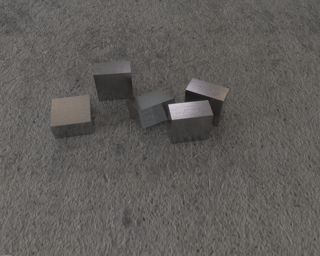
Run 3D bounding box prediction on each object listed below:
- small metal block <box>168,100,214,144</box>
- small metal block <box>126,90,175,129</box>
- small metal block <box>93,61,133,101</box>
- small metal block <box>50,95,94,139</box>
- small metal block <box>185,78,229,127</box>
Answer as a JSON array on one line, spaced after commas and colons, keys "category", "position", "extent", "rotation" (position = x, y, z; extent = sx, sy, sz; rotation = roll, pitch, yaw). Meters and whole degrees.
[{"category": "small metal block", "position": [0.037, -0.007, 0.392], "extent": [0.050, 0.050, 0.025], "rotation": [-7, 52, -6]}, {"category": "small metal block", "position": [-0.012, -0.027, 0.413], "extent": [0.050, 0.025, 0.050], "rotation": [-21, 27, -17]}, {"category": "small metal block", "position": [-0.065, -0.066, 0.442], "extent": [0.050, 0.050, 0.025], "rotation": [-5, 50, -4]}, {"category": "small metal block", "position": [-0.117, -0.016, 0.415], "extent": [0.050, 0.025, 0.050], "rotation": [-8, 51, -7]}, {"category": "small metal block", "position": [0.061, -0.034, 0.416], "extent": [0.050, 0.050, 0.025], "rotation": [19, 53, 15]}]
